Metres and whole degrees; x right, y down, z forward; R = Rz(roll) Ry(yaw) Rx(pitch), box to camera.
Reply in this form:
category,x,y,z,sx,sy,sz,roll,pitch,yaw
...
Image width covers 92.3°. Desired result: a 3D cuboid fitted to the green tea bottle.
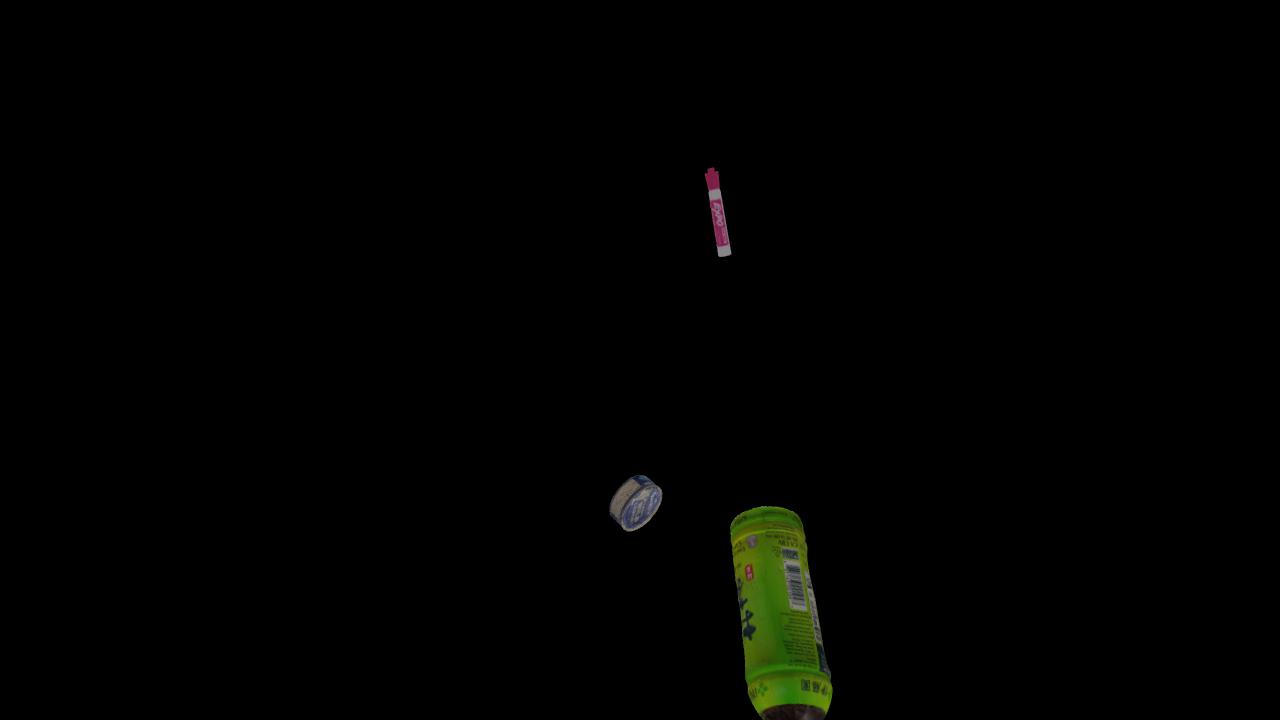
category,x,y,z,sx,sy,sz,roll,pitch,yaw
green tea bottle,0.120,0.230,0.521,0.073,0.073,0.212,0,44,1

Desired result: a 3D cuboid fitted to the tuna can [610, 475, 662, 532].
category,x,y,z,sx,sy,sz,roll,pitch,yaw
tuna can,-0.006,0.221,0.953,0.084,0.084,0.034,0,26,-47

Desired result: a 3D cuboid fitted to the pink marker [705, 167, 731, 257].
category,x,y,z,sx,sy,sz,roll,pitch,yaw
pink marker,0.108,-0.204,0.852,0.020,0.121,0.020,-11,18,4
